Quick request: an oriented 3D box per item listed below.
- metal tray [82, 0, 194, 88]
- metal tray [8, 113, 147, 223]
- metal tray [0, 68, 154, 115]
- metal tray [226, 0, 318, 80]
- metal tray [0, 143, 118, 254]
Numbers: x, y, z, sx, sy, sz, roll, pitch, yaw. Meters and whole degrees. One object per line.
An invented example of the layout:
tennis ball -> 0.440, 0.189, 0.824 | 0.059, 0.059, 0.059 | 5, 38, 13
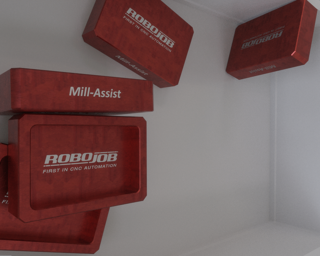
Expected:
metal tray -> -0.021, -0.117, 0.386 | 0.131, 0.030, 0.090 | 27, 73, -37
metal tray -> -0.073, 0.033, 0.301 | 0.131, 0.030, 0.089 | 0, 89, -40
metal tray -> -0.082, -0.029, 0.294 | 0.131, 0.090, 0.030 | -2, 90, -40
metal tray -> 0.165, -0.130, 0.474 | 0.030, 0.130, 0.090 | 22, 76, -29
metal tray -> -0.113, 0.073, 0.308 | 0.131, 0.030, 0.090 | 22, 77, -38
